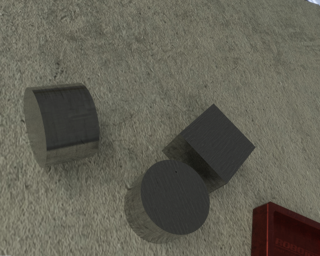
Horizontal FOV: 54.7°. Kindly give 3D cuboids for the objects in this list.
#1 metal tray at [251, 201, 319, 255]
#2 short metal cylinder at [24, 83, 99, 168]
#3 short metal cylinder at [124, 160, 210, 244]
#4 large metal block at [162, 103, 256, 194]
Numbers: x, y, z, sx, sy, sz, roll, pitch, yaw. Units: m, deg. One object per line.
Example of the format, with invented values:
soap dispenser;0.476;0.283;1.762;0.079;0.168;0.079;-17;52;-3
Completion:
metal tray;0.181;0.161;0.399;0.131;0.030;0.090;25;53;-13
short metal cylinder;-0.102;-0.004;0.316;0.050;0.080;0.080;-11;68;-33
short metal cylinder;0.007;0.082;0.342;0.081;0.050;0.080;14;56;-21
large metal block;0.064;0.027;0.405;0.080;0.050;0.080;47;51;5
